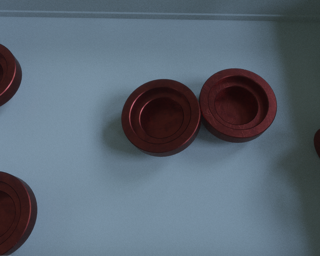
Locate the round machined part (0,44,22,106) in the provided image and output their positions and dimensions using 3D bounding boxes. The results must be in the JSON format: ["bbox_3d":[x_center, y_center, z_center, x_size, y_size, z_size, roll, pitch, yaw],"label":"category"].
[{"bbox_3d":[-0.238,-0.066,0.422,0.099,0.042,0.098,0,70,-1],"label":"round machined part"}]

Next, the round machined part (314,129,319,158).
[{"bbox_3d":[0.238,0.026,0.365,0.042,0.098,0.098,-36,74,-12],"label":"round machined part"}]

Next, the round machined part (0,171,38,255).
[{"bbox_3d":[-0.192,0.102,0.361,0.099,0.042,0.098,0,70,-1],"label":"round machined part"}]

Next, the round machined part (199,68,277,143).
[{"bbox_3d":[0.099,-0.027,0.412,0.099,0.042,0.098,0,70,-1],"label":"round machined part"}]

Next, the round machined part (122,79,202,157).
[{"bbox_3d":[0.004,-0.010,0.398,0.098,0.042,0.098,-4,70,10],"label":"round machined part"}]
